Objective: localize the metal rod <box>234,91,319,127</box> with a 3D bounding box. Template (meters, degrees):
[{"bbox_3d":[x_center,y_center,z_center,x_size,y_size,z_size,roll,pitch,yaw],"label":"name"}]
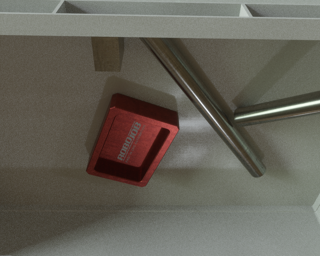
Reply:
[{"bbox_3d":[0.204,-0.034,0.293,0.299,0.025,0.025,-12,136,47],"label":"metal rod"}]

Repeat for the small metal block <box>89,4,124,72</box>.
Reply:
[{"bbox_3d":[-0.052,-0.092,0.314,0.025,0.050,0.050,1,130,-1],"label":"small metal block"}]

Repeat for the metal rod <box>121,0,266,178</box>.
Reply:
[{"bbox_3d":[0.059,-0.028,0.386,0.025,0.025,0.300,-29,125,22],"label":"metal rod"}]

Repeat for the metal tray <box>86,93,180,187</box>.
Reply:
[{"bbox_3d":[-0.040,0.022,0.424,0.091,0.030,0.129,17,128,-15],"label":"metal tray"}]
